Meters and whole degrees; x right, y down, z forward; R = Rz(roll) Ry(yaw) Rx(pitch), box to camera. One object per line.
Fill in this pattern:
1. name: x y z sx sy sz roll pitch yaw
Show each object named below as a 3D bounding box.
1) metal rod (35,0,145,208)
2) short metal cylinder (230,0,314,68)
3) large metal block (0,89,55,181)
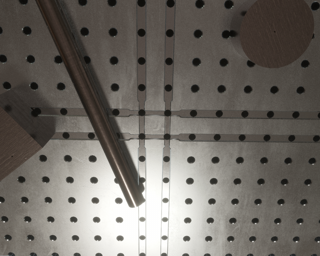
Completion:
1. metal rod: -0.084 -0.023 0.403 0.025 0.025 0.298 -18 109 6
2. short metal cylinder: 0.127 -0.114 0.360 0.081 0.050 0.079 0 110 -1
3. large metal block: -0.201 0.010 0.401 0.080 0.050 0.080 -36 107 12
